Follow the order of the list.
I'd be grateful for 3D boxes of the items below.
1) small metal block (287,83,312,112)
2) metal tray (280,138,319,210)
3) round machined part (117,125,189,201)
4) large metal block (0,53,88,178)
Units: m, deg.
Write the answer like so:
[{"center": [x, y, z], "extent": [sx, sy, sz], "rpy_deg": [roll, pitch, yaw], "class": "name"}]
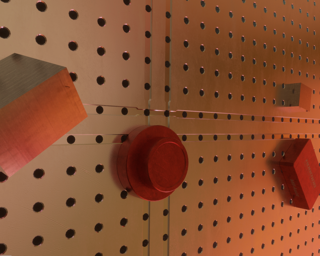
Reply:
[{"center": [0.297, -0.064, 0.657], "extent": [0.050, 0.025, 0.050], "rpy_deg": [14, 81, -39], "class": "small metal block"}, {"center": [0.307, 0.098, 0.663], "extent": [0.090, 0.030, 0.130], "rpy_deg": [-43, 116, -31], "class": "metal tray"}, {"center": [-0.002, 0.045, 0.397], "extent": [0.099, 0.042, 0.097], "rpy_deg": [0, 90, -40], "class": "round machined part"}, {"center": [-0.124, -0.016, 0.260], "extent": [0.080, 0.080, 0.050], "rpy_deg": [-44, 138, -32], "class": "large metal block"}]
